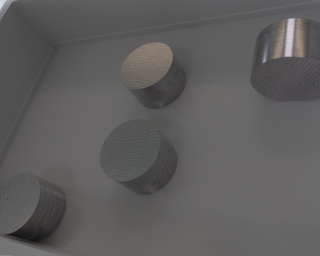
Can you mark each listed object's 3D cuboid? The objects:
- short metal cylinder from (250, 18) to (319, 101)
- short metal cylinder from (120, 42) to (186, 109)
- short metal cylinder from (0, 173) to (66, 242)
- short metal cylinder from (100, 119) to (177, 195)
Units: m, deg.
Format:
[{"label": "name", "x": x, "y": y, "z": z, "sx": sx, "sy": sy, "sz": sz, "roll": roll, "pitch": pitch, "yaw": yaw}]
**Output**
[{"label": "short metal cylinder", "x": 0.143, "y": -0.072, "z": 0.339, "sx": 0.080, "sy": 0.080, "sz": 0.050, "roll": 1, "pitch": 62, "yaw": 29}, {"label": "short metal cylinder", "x": -0.009, "y": -0.074, "z": 0.440, "sx": 0.080, "sy": 0.050, "sz": 0.080, "roll": -13, "pitch": 56, "yaw": 21}, {"label": "short metal cylinder", "x": -0.176, "y": 0.107, "z": 0.417, "sx": 0.080, "sy": 0.050, "sz": 0.080, "roll": -13, "pitch": 56, "yaw": 21}, {"label": "short metal cylinder", "x": -0.026, "y": 0.036, "z": 0.381, "sx": 0.080, "sy": 0.050, "sz": 0.080, "roll": -13, "pitch": 56, "yaw": 21}]
